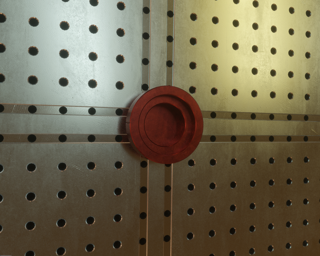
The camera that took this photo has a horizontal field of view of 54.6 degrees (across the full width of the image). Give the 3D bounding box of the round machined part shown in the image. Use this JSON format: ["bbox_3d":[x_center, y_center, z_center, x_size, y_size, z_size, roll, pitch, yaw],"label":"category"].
[{"bbox_3d":[0.003,-0.004,0.404,0.099,0.042,0.097,0,90,-20],"label":"round machined part"}]
